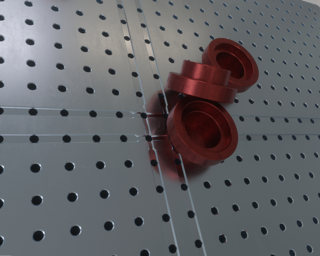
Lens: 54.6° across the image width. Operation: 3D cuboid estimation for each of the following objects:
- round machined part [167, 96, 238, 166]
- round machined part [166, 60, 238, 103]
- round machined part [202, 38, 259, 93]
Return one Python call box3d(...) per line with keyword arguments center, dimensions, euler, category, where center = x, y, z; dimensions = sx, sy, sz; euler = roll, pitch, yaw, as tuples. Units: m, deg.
box3d(center=(0.053, 0.007, 0.421), dimensions=(0.099, 0.042, 0.098), euler=(13, 56, -21), category="round machined part")
box3d(center=(0.061, -0.068, 0.436), dimensions=(0.099, 0.042, 0.098), euler=(13, 13, -3), category="round machined part")
box3d(center=(0.111, -0.099, 0.516), dimensions=(0.099, 0.042, 0.098), euler=(13, 56, -21), category="round machined part")
